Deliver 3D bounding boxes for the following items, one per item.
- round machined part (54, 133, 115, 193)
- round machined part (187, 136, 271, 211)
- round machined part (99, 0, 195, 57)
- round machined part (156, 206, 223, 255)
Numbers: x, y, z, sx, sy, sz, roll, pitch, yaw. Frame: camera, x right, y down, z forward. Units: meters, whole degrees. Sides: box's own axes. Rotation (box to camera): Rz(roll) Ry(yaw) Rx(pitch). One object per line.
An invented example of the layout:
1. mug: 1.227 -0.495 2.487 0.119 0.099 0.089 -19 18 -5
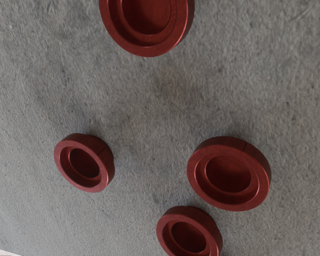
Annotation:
1. round machined part: -0.112 0.050 0.483 0.098 0.042 0.097 13 124 20
2. round machined part: 0.086 0.051 0.382 0.098 0.042 0.097 13 124 20
3. round machined part: -0.010 -0.127 0.322 0.098 0.042 0.097 13 124 20
4. round machined part: 0.047 0.157 0.462 0.098 0.042 0.097 13 119 26
